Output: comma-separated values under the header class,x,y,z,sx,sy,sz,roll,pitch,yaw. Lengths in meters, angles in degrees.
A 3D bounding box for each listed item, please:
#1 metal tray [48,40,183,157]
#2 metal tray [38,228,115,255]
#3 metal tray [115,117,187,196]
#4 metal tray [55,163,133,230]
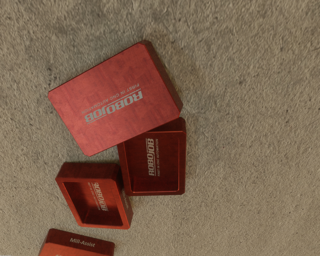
class,x,y,z,sx,sy,sz,roll,pitch,yaw
metal tray,-0.051,-0.031,0.356,0.130,0.030,0.090,-24,105,18
metal tray,-0.167,0.248,0.613,0.131,0.030,0.089,20,127,-17
metal tray,-0.009,0.045,0.441,0.091,0.030,0.129,-2,130,1
metal tray,-0.099,0.110,0.488,0.090,0.030,0.129,0,131,10
